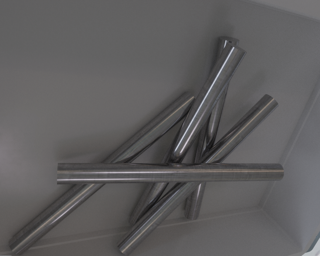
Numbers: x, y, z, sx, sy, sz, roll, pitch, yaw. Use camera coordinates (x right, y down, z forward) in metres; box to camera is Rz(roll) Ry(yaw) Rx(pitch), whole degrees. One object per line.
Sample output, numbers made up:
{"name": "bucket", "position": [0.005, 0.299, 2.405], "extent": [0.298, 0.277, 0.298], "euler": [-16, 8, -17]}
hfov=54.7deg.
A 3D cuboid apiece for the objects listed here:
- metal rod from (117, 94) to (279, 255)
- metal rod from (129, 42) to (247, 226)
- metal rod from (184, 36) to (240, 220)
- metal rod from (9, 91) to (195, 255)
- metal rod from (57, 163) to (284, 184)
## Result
{"name": "metal rod", "position": [0.054, 0.066, 0.442], "extent": [0.300, 0.025, 0.025], "euler": [-45, 129, -1]}
{"name": "metal rod", "position": [0.025, 0.028, 0.415], "extent": [0.025, 0.025, 0.298], "euler": [10, 121, -33]}
{"name": "metal rod", "position": [0.070, 0.019, 0.458], "extent": [0.025, 0.025, 0.298], "euler": [-7, 122, -25]}
{"name": "metal rod", "position": [-0.071, 0.058, 0.404], "extent": [0.300, 0.025, 0.025], "euler": [-40, 129, -1]}
{"name": "metal rod", "position": [0.026, 0.058, 0.404], "extent": [0.302, 0.025, 0.025], "euler": [2, 118, -16]}
